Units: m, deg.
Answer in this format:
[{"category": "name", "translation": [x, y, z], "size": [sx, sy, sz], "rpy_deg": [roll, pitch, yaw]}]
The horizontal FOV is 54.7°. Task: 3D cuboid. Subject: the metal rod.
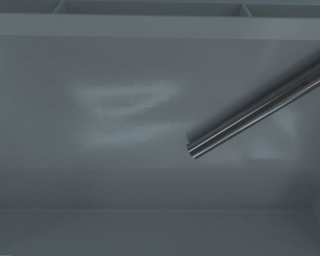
[{"category": "metal rod", "translation": [0.157, -0.044, 0.373], "size": [0.299, 0.025, 0.025], "rpy_deg": [-35, 122, 25]}]
